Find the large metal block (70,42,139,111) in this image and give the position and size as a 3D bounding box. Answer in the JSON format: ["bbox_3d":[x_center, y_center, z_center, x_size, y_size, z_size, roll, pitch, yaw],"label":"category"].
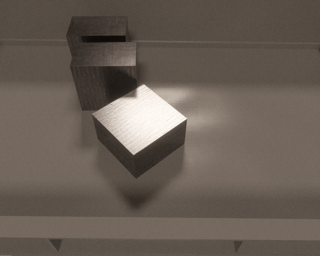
[{"bbox_3d":[-0.071,-0.070,0.427,0.081,0.080,0.050,-1,50,-1],"label":"large metal block"}]

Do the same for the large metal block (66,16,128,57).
[{"bbox_3d":[-0.088,-0.120,0.469,0.081,0.080,0.050,-1,50,-1],"label":"large metal block"}]

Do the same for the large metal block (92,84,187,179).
[{"bbox_3d":[-0.025,0.002,0.387,0.080,0.050,0.080,-34,58,-25],"label":"large metal block"}]

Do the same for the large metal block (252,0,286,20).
[{"bbox_3d":[0.214,-0.269,0.601,0.050,0.080,0.080,6,50,5],"label":"large metal block"}]
